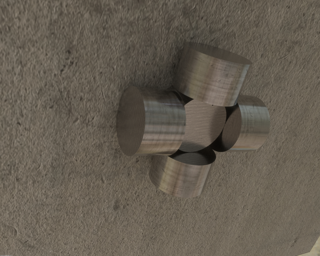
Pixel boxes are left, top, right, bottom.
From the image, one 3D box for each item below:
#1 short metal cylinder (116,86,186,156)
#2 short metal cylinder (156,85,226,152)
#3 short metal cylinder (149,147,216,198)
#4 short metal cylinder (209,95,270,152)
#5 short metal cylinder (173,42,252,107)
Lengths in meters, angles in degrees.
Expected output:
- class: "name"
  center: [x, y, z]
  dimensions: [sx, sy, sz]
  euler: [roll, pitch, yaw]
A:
- class: "short metal cylinder"
  center: [-0.013, -0.007, 0.363]
  dimensions: [0.050, 0.080, 0.079]
  euler: [2, 118, -30]
- class: "short metal cylinder"
  center: [0.039, -0.015, 0.406]
  dimensions: [0.081, 0.050, 0.079]
  euler: [-14, 125, -21]
- class: "short metal cylinder"
  center: [0.030, 0.049, 0.421]
  dimensions: [0.081, 0.080, 0.050]
  euler: [0, 118, -29]
- class: "short metal cylinder"
  center: [0.102, -0.007, 0.427]
  dimensions: [0.050, 0.080, 0.079]
  euler: [2, 118, -30]
- class: "short metal cylinder"
  center: [0.061, -0.065, 0.366]
  dimensions: [0.081, 0.080, 0.050]
  euler: [1, 118, -30]
